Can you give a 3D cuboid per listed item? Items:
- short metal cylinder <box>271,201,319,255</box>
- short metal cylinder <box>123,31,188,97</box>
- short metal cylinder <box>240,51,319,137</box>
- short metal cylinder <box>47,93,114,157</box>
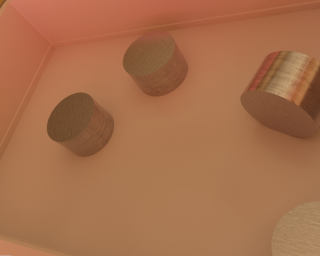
[{"bbox_3d":[0.134,0.106,0.246,0.080,0.050,0.080,-14,46,15],"label":"short metal cylinder"},{"bbox_3d":[-0.006,-0.093,0.448,0.080,0.050,0.080,-13,56,20],"label":"short metal cylinder"},{"bbox_3d":[0.132,-0.034,0.322,0.080,0.080,0.050,25,75,36],"label":"short metal cylinder"},{"bbox_3d":[-0.115,-0.005,0.451,0.080,0.050,0.080,-13,56,20],"label":"short metal cylinder"}]
